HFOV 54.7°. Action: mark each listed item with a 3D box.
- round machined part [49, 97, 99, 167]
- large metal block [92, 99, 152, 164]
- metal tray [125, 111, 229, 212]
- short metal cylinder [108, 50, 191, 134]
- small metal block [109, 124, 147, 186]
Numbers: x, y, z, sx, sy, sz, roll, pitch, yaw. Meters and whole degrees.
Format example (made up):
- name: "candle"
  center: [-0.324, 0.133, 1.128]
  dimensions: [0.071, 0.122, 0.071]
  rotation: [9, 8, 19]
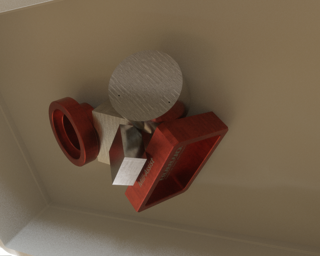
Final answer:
- name: "round machined part"
  center: [-0.114, 0.002, 0.440]
  dimensions: [0.098, 0.042, 0.097]
  rotation: [30, 133, 39]
- name: "large metal block"
  center: [-0.039, 0.009, 0.415]
  dimensions: [0.080, 0.050, 0.079]
  rotation: [14, 124, 20]
- name: "metal tray"
  center: [0.018, 0.043, 0.379]
  dimensions: [0.030, 0.091, 0.129]
  rotation: [50, 134, 28]
- name: "short metal cylinder"
  center: [-0.010, -0.038, 0.343]
  dimensions: [0.080, 0.080, 0.050]
  rotation: [15, 169, 19]
- name: "small metal block"
  center: [-0.039, 0.032, 0.363]
  dimensions: [0.025, 0.050, 0.050]
  rotation: [8, 132, -23]
